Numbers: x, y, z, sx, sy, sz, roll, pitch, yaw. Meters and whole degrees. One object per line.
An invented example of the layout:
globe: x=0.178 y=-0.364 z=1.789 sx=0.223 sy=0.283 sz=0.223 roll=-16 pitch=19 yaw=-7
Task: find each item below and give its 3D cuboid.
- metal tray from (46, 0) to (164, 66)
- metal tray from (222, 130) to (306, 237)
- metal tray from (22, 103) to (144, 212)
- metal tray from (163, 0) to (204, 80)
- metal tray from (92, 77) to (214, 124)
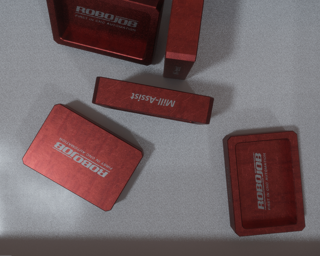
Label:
metal tray: x=-0.066 y=-0.131 z=0.377 sx=0.131 sy=0.090 sz=0.030 roll=14 pitch=56 yaw=-1
metal tray: x=0.136 y=0.071 z=0.410 sx=0.091 sy=0.030 sz=0.129 roll=-5 pitch=90 yaw=-1
metal tray: x=-0.098 y=0.038 z=0.408 sx=0.130 sy=0.030 sz=0.090 roll=31 pitch=90 yaw=-1
metal tray: x=0.025 y=-0.111 z=0.359 sx=0.030 sy=0.130 sz=0.089 roll=8 pitch=90 yaw=0
metal tray: x=-0.008 y=-0.030 z=0.378 sx=0.131 sy=0.090 sz=0.030 roll=10 pitch=90 yaw=-1
